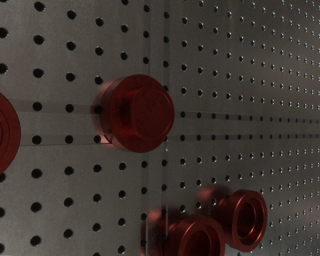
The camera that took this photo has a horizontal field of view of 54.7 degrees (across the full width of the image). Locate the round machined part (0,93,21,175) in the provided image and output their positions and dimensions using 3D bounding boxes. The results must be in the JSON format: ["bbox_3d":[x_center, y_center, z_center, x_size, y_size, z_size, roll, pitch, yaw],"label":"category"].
[{"bbox_3d":[-0.168,0.005,0.258,0.099,0.042,0.097,0,90,-40],"label":"round machined part"}]

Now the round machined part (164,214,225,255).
[{"bbox_3d":[0.045,0.171,0.439,0.099,0.042,0.097,0,90,-40],"label":"round machined part"}]

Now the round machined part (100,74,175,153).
[{"bbox_3d":[-0.020,-0.018,0.383,0.099,0.042,0.097,0,90,-40],"label":"round machined part"}]

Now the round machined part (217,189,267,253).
[{"bbox_3d":[0.133,0.150,0.513,0.099,0.042,0.097,0,90,-40],"label":"round machined part"}]
